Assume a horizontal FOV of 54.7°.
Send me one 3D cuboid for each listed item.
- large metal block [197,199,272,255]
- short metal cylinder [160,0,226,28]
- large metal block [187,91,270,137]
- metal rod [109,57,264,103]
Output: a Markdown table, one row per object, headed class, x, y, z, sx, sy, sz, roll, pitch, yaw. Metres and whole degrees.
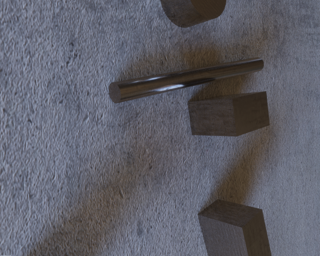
| class | x | y | z | sx | sy | sz | roll | pitch | yaw |
| --- | --- | --- | --- | --- | --- | --- | --- | --- | --- |
| large metal block | 0.111 | 0.160 | 0.462 | 0.050 | 0.080 | 0.080 | -24 | 106 | -37 |
| short metal cylinder | 0.046 | -0.184 | 0.426 | 0.081 | 0.050 | 0.080 | 0 | 90 | -40 |
| large metal block | 0.100 | -0.021 | 0.452 | 0.081 | 0.080 | 0.050 | -14 | 99 | -39 |
| metal rod | 0.060 | -0.077 | 0.454 | 0.302 | 0.025 | 0.025 | -18 | 102 | -39 |
